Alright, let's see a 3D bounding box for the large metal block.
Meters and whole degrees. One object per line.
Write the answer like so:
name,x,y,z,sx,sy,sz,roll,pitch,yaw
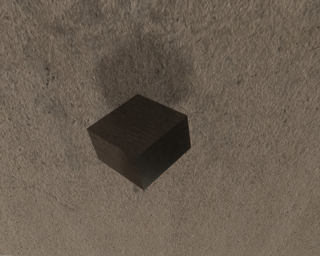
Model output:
large metal block,-0.023,0.012,0.360,0.080,0.080,0.050,27,142,36
